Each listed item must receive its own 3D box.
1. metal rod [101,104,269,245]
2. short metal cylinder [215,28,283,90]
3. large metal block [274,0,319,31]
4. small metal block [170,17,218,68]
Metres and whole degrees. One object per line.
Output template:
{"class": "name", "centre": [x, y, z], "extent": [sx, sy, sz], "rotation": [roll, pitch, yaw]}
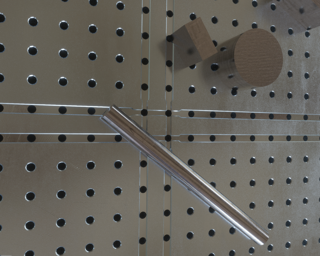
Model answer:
{"class": "metal rod", "centre": [0.044, 0.072, 0.428], "extent": [0.300, 0.025, 0.025], "rotation": [40, 77, -16]}
{"class": "short metal cylinder", "centre": [0.127, -0.096, 0.446], "extent": [0.081, 0.050, 0.080], "rotation": [0, 90, -20]}
{"class": "large metal block", "centre": [0.241, -0.217, 0.487], "extent": [0.080, 0.050, 0.080], "rotation": [33, 79, -17]}
{"class": "small metal block", "centre": [0.044, -0.113, 0.415], "extent": [0.025, 0.050, 0.050], "rotation": [-33, 101, -17]}
